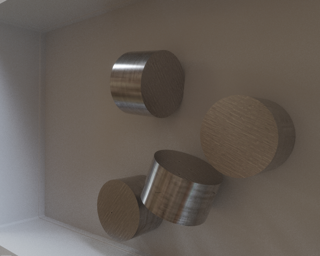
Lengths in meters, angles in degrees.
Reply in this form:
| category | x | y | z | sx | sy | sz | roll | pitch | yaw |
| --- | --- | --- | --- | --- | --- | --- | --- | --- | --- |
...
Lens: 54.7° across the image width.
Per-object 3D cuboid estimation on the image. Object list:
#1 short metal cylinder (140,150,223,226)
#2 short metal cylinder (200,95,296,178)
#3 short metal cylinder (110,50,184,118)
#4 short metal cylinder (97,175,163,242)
| category | x | y | z | sx | sy | sz | roll | pitch | yaw |
| --- | --- | --- | --- | --- | --- | --- | --- | --- | --- |
| short metal cylinder | 0.024 | 0.065 | 0.350 | 0.080 | 0.081 | 0.050 | 30 | 109 | 35 |
| short metal cylinder | 0.089 | 0.008 | 0.316 | 0.080 | 0.050 | 0.079 | 0 | 90 | 39 |
| short metal cylinder | -0.014 | -0.054 | 0.381 | 0.050 | 0.081 | 0.079 | 9 | 96 | 39 |
| short metal cylinder | -0.040 | 0.107 | 0.421 | 0.080 | 0.050 | 0.079 | 0 | 90 | 39 |
